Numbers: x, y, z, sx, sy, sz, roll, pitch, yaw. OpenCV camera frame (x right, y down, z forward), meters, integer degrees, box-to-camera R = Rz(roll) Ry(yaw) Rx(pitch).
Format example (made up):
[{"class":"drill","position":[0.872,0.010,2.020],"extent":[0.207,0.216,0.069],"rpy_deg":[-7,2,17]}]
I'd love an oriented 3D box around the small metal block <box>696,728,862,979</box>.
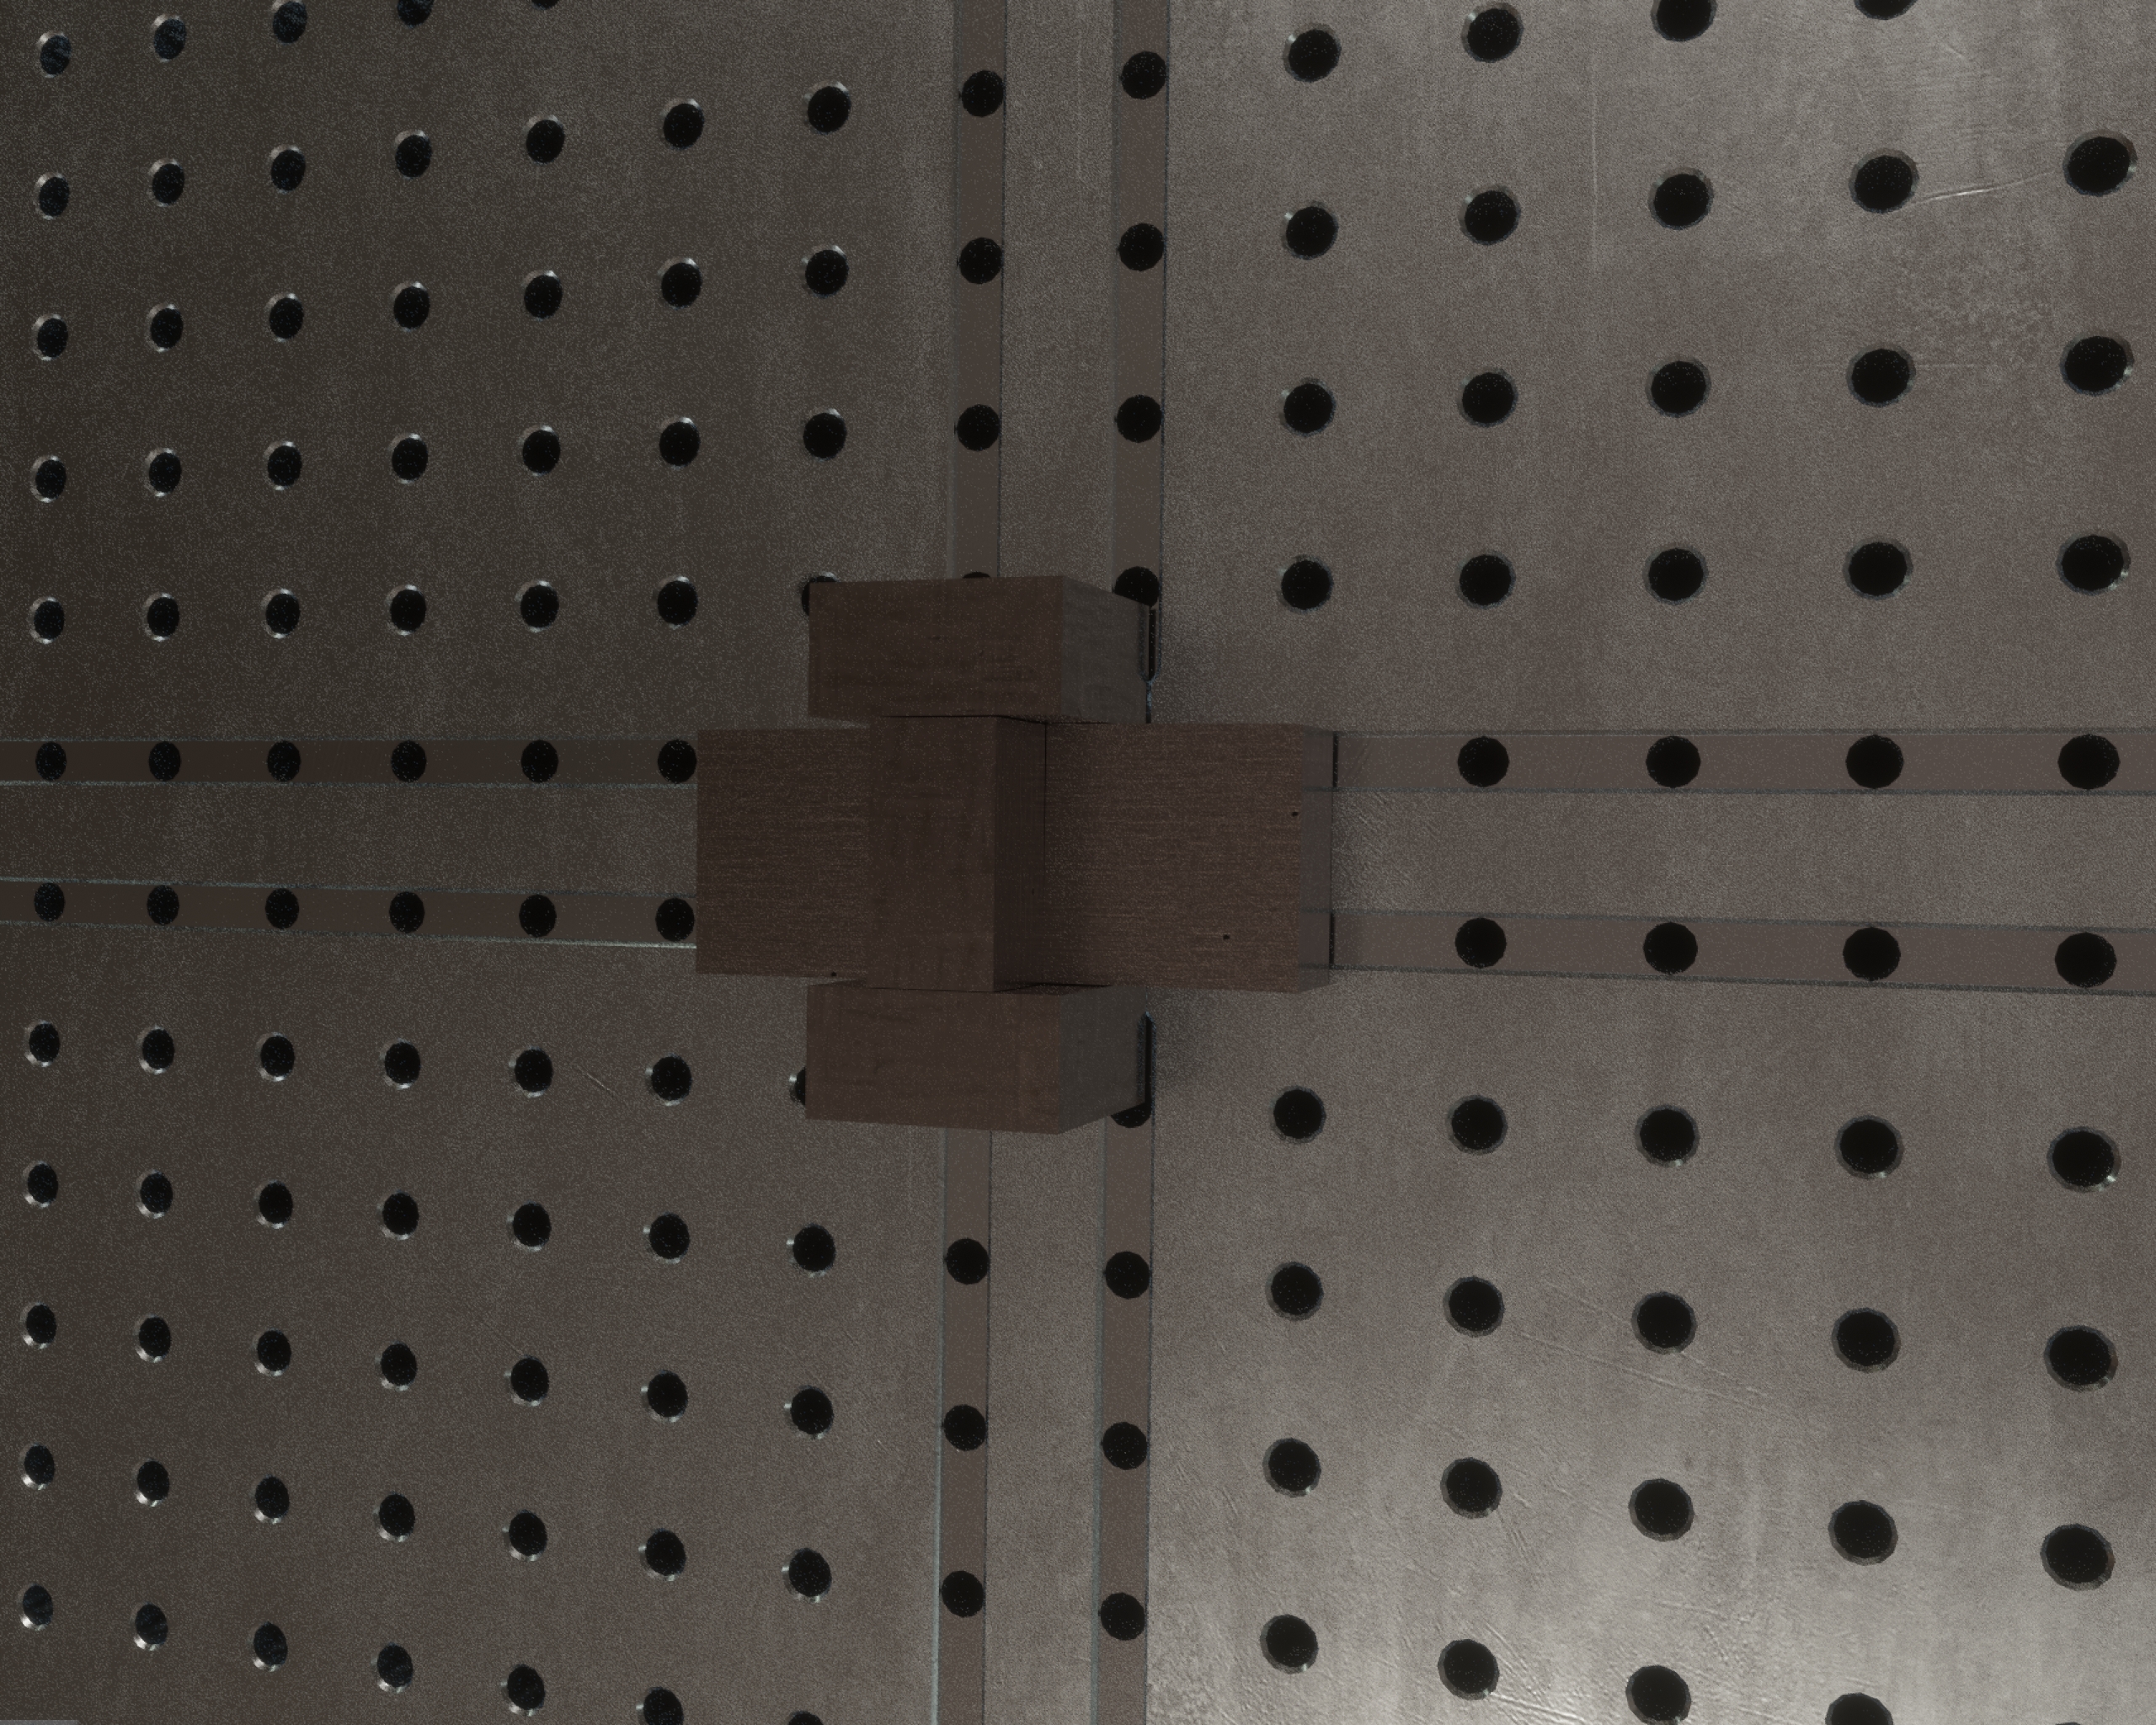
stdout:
[{"class":"small metal block","position":[-0.050,-0.002,0.429],"extent":[0.050,0.025,0.050],"rpy_deg":[1,90,19]}]

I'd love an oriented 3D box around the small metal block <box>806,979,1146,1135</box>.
[{"class":"small metal block","position":[-0.019,0.036,0.405],"extent":[0.050,0.050,0.025],"rpy_deg":[1,91,19]}]

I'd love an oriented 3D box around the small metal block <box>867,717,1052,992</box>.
[{"class":"small metal block","position":[-0.018,-0.002,0.404],"extent":[0.025,0.050,0.050],"rpy_deg":[1,90,20]}]

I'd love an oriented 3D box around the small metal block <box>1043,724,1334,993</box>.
[{"class":"small metal block","position":[0.022,-0.001,0.404],"extent":[0.050,0.025,0.050],"rpy_deg":[1,90,19]}]

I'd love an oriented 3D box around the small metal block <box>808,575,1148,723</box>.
[{"class":"small metal block","position":[-0.018,-0.039,0.404],"extent":[0.050,0.050,0.025],"rpy_deg":[1,91,19]}]
